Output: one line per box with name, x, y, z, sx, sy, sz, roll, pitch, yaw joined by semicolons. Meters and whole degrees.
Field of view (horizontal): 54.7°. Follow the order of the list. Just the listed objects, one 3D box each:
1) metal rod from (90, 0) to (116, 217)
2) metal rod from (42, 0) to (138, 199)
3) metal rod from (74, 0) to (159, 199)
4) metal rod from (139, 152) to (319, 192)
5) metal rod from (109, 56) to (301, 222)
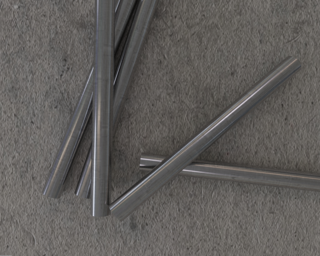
metal rod;-0.070;-0.043;0.383;0.025;0.025;0.298;1;90;0
metal rod;-0.089;-0.051;0.409;0.025;0.025;0.299;21;90;0
metal rod;-0.053;-0.053;0.409;0.025;0.025;0.299;19;90;0
metal rod;0.124;0.062;0.410;0.302;0.025;0.025;7;90;0
metal rod;0.062;0.009;0.391;0.301;0.025;0.025;-39;90;-8
